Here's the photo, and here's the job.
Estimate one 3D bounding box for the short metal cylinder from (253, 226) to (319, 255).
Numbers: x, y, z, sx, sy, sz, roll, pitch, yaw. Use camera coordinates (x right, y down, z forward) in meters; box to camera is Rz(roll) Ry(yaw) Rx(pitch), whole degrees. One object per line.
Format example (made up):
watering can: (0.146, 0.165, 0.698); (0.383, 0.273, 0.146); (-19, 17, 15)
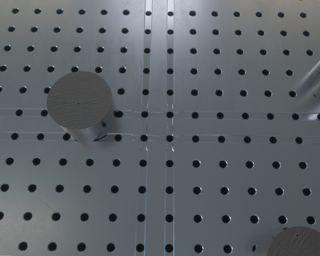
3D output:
short metal cylinder: (0.150, 0.152, 0.344); (0.081, 0.050, 0.080); (0, 70, 0)

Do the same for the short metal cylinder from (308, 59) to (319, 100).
short metal cylinder: (0.256, -0.074, 0.427); (0.081, 0.050, 0.080); (0, 70, 0)

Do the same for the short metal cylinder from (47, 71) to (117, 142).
short metal cylinder: (-0.100, -0.027, 0.408); (0.081, 0.050, 0.080); (0, 70, 0)
